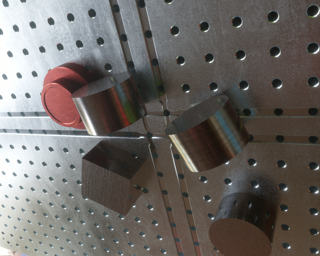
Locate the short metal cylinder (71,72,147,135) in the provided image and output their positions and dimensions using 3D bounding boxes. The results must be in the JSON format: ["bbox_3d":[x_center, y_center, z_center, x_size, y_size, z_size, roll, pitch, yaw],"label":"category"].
[{"bbox_3d":[-0.063,-0.032,0.389,0.080,0.080,0.050,-6,115,31],"label":"short metal cylinder"}]

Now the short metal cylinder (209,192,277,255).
[{"bbox_3d":[0.112,0.135,0.419,0.080,0.050,0.079,13,124,21],"label":"short metal cylinder"}]

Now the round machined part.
[{"bbox_3d":[-0.129,-0.040,0.444,0.098,0.042,0.097,13,124,21],"label":"round machined part"}]

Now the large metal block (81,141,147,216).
[{"bbox_3d":[-0.073,0.078,0.482,0.080,0.050,0.079,22,127,15],"label":"large metal block"}]

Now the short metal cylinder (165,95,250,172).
[{"bbox_3d":[0.053,0.005,0.351,0.080,0.080,0.050,-22,106,36],"label":"short metal cylinder"}]
